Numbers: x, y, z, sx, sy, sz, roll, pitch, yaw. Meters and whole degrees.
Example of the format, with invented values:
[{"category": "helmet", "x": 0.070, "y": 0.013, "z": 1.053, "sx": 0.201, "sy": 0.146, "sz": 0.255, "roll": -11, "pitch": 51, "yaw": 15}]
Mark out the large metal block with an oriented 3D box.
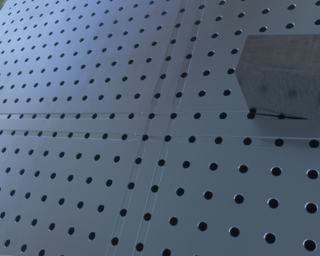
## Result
[{"category": "large metal block", "x": 0.136, "y": -0.054, "z": 0.335, "sx": 0.080, "sy": 0.080, "sz": 0.050, "roll": 10, "pitch": 67, "yaw": 32}]
